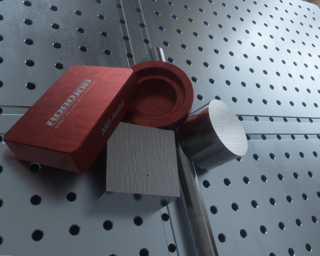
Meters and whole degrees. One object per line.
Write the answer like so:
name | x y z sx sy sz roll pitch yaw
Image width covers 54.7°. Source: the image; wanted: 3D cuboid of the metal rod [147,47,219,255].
metal rod | 0.023 0.016 0.411 0.025 0.025 0.299 1 61 -28

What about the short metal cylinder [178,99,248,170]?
short metal cylinder | 0.070 0.009 0.407 0.080 0.050 0.080 31 43 -33

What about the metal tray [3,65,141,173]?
metal tray | -0.089 -0.018 0.336 0.090 0.030 0.130 8 48 23

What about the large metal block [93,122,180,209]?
large metal block | -0.028 0.044 0.350 0.081 0.050 0.080 10 58 -23

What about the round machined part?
round machined part | -0.007 -0.035 0.398 0.099 0.042 0.098 0 64 0
